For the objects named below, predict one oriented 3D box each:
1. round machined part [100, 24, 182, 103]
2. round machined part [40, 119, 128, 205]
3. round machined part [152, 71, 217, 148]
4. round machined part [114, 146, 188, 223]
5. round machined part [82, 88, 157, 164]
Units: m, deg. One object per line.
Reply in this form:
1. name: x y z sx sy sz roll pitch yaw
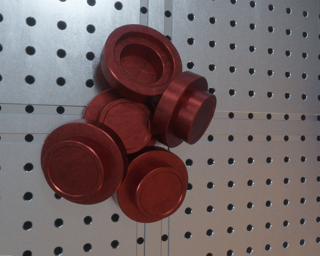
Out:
1. round machined part: -0.026 -0.075 0.383 0.099 0.042 0.098 10 65 -22
2. round machined part: -0.089 0.042 0.346 0.098 0.042 0.097 2 103 9
3. round machined part: 0.036 -0.018 0.387 0.042 0.098 0.098 28 78 23
4. round machined part: -0.006 0.075 0.389 0.099 0.042 0.097 -6 104 -25
5. round machined part: -0.046 -0.003 0.386 0.099 0.042 0.097 0 90 -21
